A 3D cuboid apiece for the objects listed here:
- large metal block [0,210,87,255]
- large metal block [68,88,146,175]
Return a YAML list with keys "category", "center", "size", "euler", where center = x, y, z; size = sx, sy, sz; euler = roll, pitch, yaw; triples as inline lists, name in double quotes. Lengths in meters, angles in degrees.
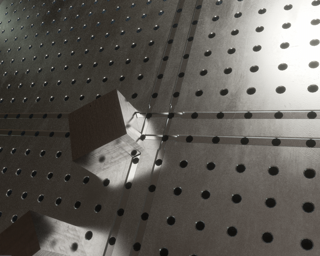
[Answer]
- category: "large metal block"
  center: [-0.146, 0.149, 0.356]
  size: [0.080, 0.080, 0.050]
  euler: [-39, 51, 1]
- category: "large metal block"
  center: [-0.075, 0.005, 0.426]
  size: [0.080, 0.050, 0.080]
  euler: [-26, 53, 11]
